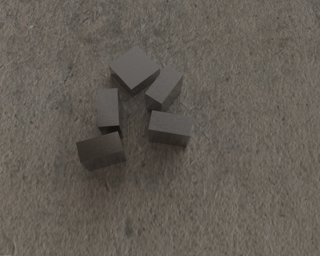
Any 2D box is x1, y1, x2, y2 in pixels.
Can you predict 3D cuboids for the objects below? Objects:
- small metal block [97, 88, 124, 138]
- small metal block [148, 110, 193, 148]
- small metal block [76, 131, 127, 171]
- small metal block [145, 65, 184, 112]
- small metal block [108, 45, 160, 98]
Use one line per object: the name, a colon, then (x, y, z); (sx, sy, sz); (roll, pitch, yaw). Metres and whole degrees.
small metal block: (-0.064, -0.017, 0.400); (0.025, 0.050, 0.050); (-5, 70, -2)
small metal block: (0.013, 0.002, 0.394); (0.050, 0.050, 0.025); (9, 71, 3)
small metal block: (-0.071, 0.030, 0.383); (0.050, 0.050, 0.025); (-16, 71, -6)
small metal block: (0.006, -0.047, 0.412); (0.025, 0.050, 0.050); (33, 73, 11)
small metal block: (-0.036, -0.080, 0.437); (0.050, 0.025, 0.050); (-39, 75, -13)
